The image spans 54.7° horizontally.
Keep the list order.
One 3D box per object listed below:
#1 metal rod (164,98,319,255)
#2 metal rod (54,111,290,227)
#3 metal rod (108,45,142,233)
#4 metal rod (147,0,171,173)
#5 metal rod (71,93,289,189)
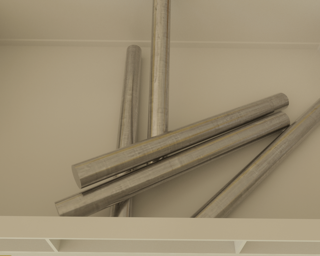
[{"bbox_3d":[0.123,0.043,0.369,0.302,0.025,0.025,-35,59,-26],"label":"metal rod"},{"bbox_3d":[0.035,0.036,0.354,0.302,0.025,0.025,-19,53,-24],"label":"metal rod"},{"bbox_3d":[-0.042,-0.012,0.414,0.025,0.025,0.300,0,50,0],"label":"metal rod"},{"bbox_3d":[0.000,-0.090,0.402,0.025,0.025,0.299,1,75,1],"label":"metal rod"},{"bbox_3d":[0.046,0.005,0.369,0.302,0.025,0.025,-19,52,-28],"label":"metal rod"}]
